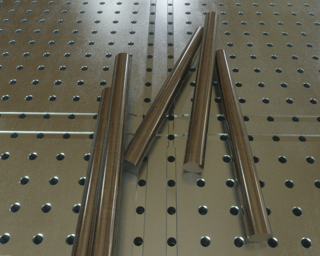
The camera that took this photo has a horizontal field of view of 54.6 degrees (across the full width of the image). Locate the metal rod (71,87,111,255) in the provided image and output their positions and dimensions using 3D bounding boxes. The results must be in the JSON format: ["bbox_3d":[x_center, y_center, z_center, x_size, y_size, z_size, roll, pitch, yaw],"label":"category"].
[{"bbox_3d":[-0.073,0.065,0.352,0.025,0.025,0.300,0,50,0],"label":"metal rod"}]

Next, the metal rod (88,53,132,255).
[{"bbox_3d":[-0.054,0.013,0.372,0.025,0.025,0.300,0,51,0],"label":"metal rod"}]

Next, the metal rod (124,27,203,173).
[{"bbox_3d":[0.018,-0.061,0.459,0.025,0.025,0.301,17,52,14],"label":"metal rod"}]

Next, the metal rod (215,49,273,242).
[{"bbox_3d":[0.100,-0.003,0.411,0.025,0.025,0.300,-1,50,-1],"label":"metal rod"}]

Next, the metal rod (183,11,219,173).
[{"bbox_3d":[0.065,-0.073,0.455,0.025,0.025,0.300,8,55,6],"label":"metal rod"}]
